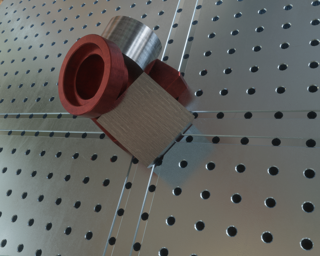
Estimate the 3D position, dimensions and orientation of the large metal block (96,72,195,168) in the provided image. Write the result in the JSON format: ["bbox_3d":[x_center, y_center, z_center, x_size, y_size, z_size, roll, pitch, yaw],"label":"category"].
[{"bbox_3d":[-0.016,-0.007,0.380,0.080,0.050,0.080,42,85,8],"label":"large metal block"}]

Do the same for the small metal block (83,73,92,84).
[{"bbox_3d":[-0.098,-0.050,0.432,0.025,0.050,0.050,21,73,35],"label":"small metal block"}]

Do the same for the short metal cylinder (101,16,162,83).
[{"bbox_3d":[-0.044,-0.104,0.419,0.080,0.080,0.050,14,69,33],"label":"short metal cylinder"}]

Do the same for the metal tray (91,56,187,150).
[{"bbox_3d":[-0.036,-0.042,0.449,0.130,0.030,0.090,-47,52,-5],"label":"metal tray"}]

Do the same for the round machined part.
[{"bbox_3d":[-0.077,-0.060,0.377,0.098,0.042,0.097,-8,77,38],"label":"round machined part"}]
